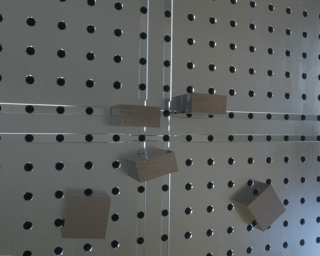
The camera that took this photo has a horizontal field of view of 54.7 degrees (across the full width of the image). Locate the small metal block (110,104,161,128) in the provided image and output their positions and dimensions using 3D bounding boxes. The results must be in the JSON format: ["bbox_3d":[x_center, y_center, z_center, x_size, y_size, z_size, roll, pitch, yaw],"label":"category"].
[{"bbox_3d":[-0.032,-0.014,0.388,0.050,0.050,0.025,3,89,-20],"label":"small metal block"}]

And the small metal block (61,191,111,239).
[{"bbox_3d":[-0.091,0.107,0.380,0.050,0.025,0.050,9,87,-20],"label":"small metal block"}]

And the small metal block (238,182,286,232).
[{"bbox_3d":[0.156,0.119,0.472,0.050,0.025,0.050,-36,102,-17],"label":"small metal block"}]

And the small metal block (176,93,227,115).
[{"bbox_3d":[0.055,-0.031,0.421,0.050,0.050,0.025,2,90,-20],"label":"small metal block"}]

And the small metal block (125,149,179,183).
[{"bbox_3d":[-0.012,0.047,0.396,0.050,0.050,0.025,-15,95,-20],"label":"small metal block"}]
